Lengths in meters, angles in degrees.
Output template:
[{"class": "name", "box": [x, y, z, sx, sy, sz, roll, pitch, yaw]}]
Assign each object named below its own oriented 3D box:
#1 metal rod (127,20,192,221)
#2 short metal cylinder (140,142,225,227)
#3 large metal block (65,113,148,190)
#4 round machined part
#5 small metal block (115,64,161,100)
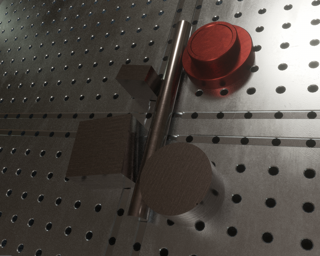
[{"class": "metal rod", "box": [0.006, -0.027, 0.420, 0.025, 0.025, 0.300, -1, 61, 27]}, {"class": "short metal cylinder", "box": [0.025, 0.062, 0.340, 0.080, 0.050, 0.080, -13, 56, 20]}, {"class": "large metal block", "box": [-0.066, 0.033, 0.405, 0.080, 0.050, 0.080, -7, 58, 24]}, {"class": "round machined part", "box": [0.075, -0.105, 0.422, 0.098, 0.042, 0.098, -13, 56, 20]}, {"class": "small metal block", "box": [-0.027, -0.065, 0.445, 0.050, 0.050, 0.025, 9, 67, 32]}]
